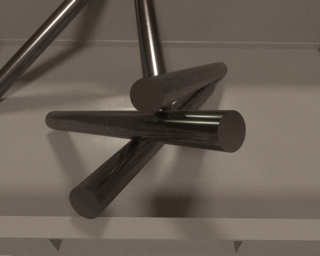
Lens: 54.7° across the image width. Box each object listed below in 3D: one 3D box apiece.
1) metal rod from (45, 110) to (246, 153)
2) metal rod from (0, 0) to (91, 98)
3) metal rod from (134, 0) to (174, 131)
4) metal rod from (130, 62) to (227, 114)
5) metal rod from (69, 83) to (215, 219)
[{"bbox_3d":[-0.050,-0.004,0.298,0.025,0.025,0.300,-41,26,-29],"label":"metal rod"},{"bbox_3d":[-0.144,-0.151,0.438,0.300,0.025,0.025,-47,60,1],"label":"metal rod"},{"bbox_3d":[-0.015,-0.124,0.367,0.025,0.025,0.299,-5,54,-5],"label":"metal rod"},{"bbox_3d":[0.042,-0.057,0.349,0.025,0.025,0.301,19,19,15],"label":"metal rod"},{"bbox_3d":[0.010,-0.005,0.334,0.025,0.025,0.301,21,29,16],"label":"metal rod"}]
